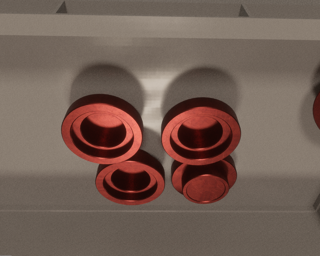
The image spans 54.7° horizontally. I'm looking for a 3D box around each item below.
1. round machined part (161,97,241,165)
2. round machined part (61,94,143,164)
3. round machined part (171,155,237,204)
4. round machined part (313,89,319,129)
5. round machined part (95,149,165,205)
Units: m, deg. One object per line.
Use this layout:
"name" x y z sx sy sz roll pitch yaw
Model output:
"round machined part" 0.051 0.000 0.399 0.099 0.042 0.097 -1 130 0
"round machined part" -0.070 -0.003 0.393 0.099 0.042 0.097 0 129 0
"round machined part" 0.067 0.077 0.465 0.099 0.042 0.097 -1 130 0
"round machined part" 0.236 -0.027 0.360 0.098 0.042 0.097 22 133 26
"round machined part" -0.042 0.067 0.455 0.099 0.042 0.097 -1 131 0
